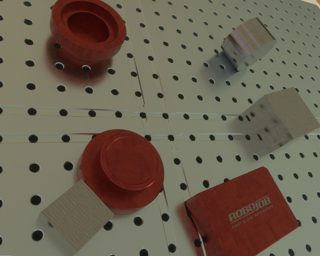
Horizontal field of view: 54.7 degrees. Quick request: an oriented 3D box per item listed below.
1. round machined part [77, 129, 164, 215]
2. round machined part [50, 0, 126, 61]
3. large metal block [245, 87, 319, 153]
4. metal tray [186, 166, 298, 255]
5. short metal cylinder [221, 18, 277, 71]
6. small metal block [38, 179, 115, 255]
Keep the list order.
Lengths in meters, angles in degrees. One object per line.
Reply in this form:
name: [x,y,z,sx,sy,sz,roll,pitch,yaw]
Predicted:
round machined part: [-0.039,0.044,0.349,0.099,0.042,0.098,14,56,-21]
round machined part: [-0.099,-0.131,0.423,0.099,0.042,0.098,14,56,-21]
large metal block: [0.202,-0.015,0.510,0.081,0.050,0.080,-16,70,-34]
metal tray: [0.107,0.110,0.395,0.131,0.030,0.090,-13,69,-34]
short metal cylinder: [0.155,-0.146,0.545,0.081,0.080,0.050,-24,75,-37]
small metal block: [-0.083,0.089,0.309,0.050,0.025,0.050,46,51,4]
